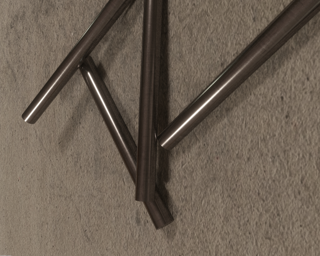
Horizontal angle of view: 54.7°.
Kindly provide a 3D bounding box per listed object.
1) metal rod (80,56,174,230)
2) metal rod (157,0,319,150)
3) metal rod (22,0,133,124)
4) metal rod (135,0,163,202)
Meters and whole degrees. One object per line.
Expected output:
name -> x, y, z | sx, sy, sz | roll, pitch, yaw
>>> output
metal rod -> -0.061, 0.004, 0.452 | 0.025, 0.025, 0.299 | -43, 64, 31
metal rod -> 0.098, -0.074, 0.323 | 0.299, 0.025, 0.025 | -46, 63, 30
metal rod -> -0.122, -0.115, 0.472 | 0.299, 0.025, 0.025 | -45, 63, 20
metal rod -> -0.013, -0.058, 0.398 | 0.025, 0.025, 0.298 | -1, 85, 39
